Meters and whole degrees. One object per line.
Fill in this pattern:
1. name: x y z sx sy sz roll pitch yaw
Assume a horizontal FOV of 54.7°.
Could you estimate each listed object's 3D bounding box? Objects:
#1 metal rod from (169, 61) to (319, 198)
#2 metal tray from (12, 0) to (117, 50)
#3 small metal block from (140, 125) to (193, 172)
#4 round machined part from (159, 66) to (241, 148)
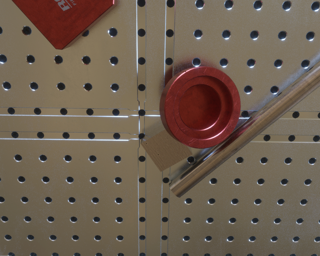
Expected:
1. metal rod: 0.131 -0.006 0.412 0.300 0.025 0.025 -41 105 13
2. metal tray: -0.124 -0.166 0.348 0.090 0.030 0.130 -37 107 12
3. small metal block: 0.009 0.024 0.422 0.050 0.025 0.050 -30 108 10
4. round machined part: 0.046 -0.026 0.385 0.099 0.042 0.097 -2 98 -17
